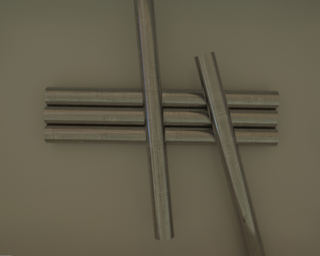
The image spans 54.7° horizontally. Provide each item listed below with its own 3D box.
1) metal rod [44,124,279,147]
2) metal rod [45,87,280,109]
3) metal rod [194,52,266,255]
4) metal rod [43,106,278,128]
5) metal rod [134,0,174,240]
[{"bbox_3d":[0.003,0.010,0.410,0.302,0.025,0.025,1,90,-1],"label":"metal rod"},{"bbox_3d":[0.003,-0.040,0.410,0.302,0.025,0.025,1,90,-1],"label":"metal rod"},{"bbox_3d":[0.094,0.054,0.391,0.025,0.025,0.298,-16,97,0],"label":"metal rod"},{"bbox_3d":[0.002,-0.015,0.410,0.302,0.025,0.025,1,90,-1],"label":"metal rod"},{"bbox_3d":[-0.007,-0.013,0.385,0.025,0.025,0.298,-5,90,-1],"label":"metal rod"}]
